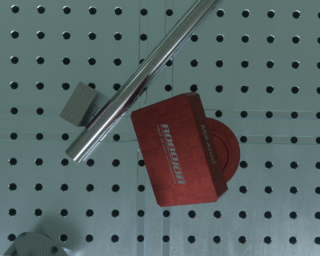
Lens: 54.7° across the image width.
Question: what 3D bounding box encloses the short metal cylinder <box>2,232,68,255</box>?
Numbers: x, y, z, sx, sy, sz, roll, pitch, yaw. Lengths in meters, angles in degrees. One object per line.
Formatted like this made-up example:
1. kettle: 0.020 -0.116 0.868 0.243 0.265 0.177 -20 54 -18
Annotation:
1. short metal cylinder: -0.158 0.176 0.384 0.080 0.080 0.050 38 90 -1

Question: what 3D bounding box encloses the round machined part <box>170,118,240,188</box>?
1. round machined part: 0.057 0.035 0.406 0.099 0.042 0.097 0 90 -1

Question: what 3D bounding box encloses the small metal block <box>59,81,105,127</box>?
1. small metal block: -0.099 -0.029 0.400 0.025 0.050 0.050 30 90 0

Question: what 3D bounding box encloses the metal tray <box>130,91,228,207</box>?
1. metal tray: 0.022 0.029 0.387 0.090 0.030 0.129 -17 90 36

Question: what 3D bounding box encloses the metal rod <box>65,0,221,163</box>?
1. metal rod: -0.018 -0.075 0.413 0.025 0.025 0.300 41 90 -1
